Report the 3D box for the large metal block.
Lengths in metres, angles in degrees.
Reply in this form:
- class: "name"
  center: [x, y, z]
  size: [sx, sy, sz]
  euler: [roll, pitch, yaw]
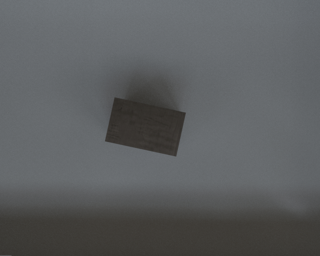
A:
- class: "large metal block"
  center: [-0.016, -0.001, 0.381]
  size: [0.080, 0.080, 0.050]
  euler: [12, 90, -1]
